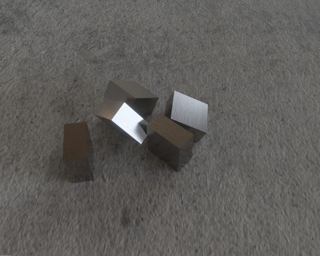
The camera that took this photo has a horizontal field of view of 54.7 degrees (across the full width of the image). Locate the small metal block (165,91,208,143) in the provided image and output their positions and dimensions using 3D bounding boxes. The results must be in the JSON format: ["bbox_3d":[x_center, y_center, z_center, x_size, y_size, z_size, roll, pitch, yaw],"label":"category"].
[{"bbox_3d":[0.034,-0.015,0.404,0.050,0.025,0.050,21,49,-14],"label":"small metal block"}]

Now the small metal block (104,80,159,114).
[{"bbox_3d":[-0.039,-0.042,0.423,0.050,0.025,0.050,36,25,26],"label":"small metal block"}]

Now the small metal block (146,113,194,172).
[{"bbox_3d":[0.012,0.018,0.372,0.050,0.050,0.025,35,59,25],"label":"small metal block"}]

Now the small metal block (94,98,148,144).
[{"bbox_3d":[-0.045,-0.009,0.379,0.050,0.050,0.025,17,69,54],"label":"small metal block"}]

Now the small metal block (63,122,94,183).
[{"bbox_3d":[-0.094,0.029,0.362,0.025,0.050,0.050,-7,51,-6],"label":"small metal block"}]
